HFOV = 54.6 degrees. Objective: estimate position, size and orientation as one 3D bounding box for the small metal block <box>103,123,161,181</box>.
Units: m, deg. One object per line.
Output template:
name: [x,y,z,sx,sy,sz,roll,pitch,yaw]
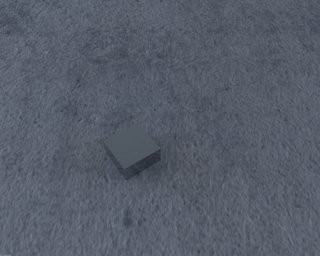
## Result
small metal block: [-0.034,0.028,0.380,0.050,0.025,0.050,-28,56,-22]
